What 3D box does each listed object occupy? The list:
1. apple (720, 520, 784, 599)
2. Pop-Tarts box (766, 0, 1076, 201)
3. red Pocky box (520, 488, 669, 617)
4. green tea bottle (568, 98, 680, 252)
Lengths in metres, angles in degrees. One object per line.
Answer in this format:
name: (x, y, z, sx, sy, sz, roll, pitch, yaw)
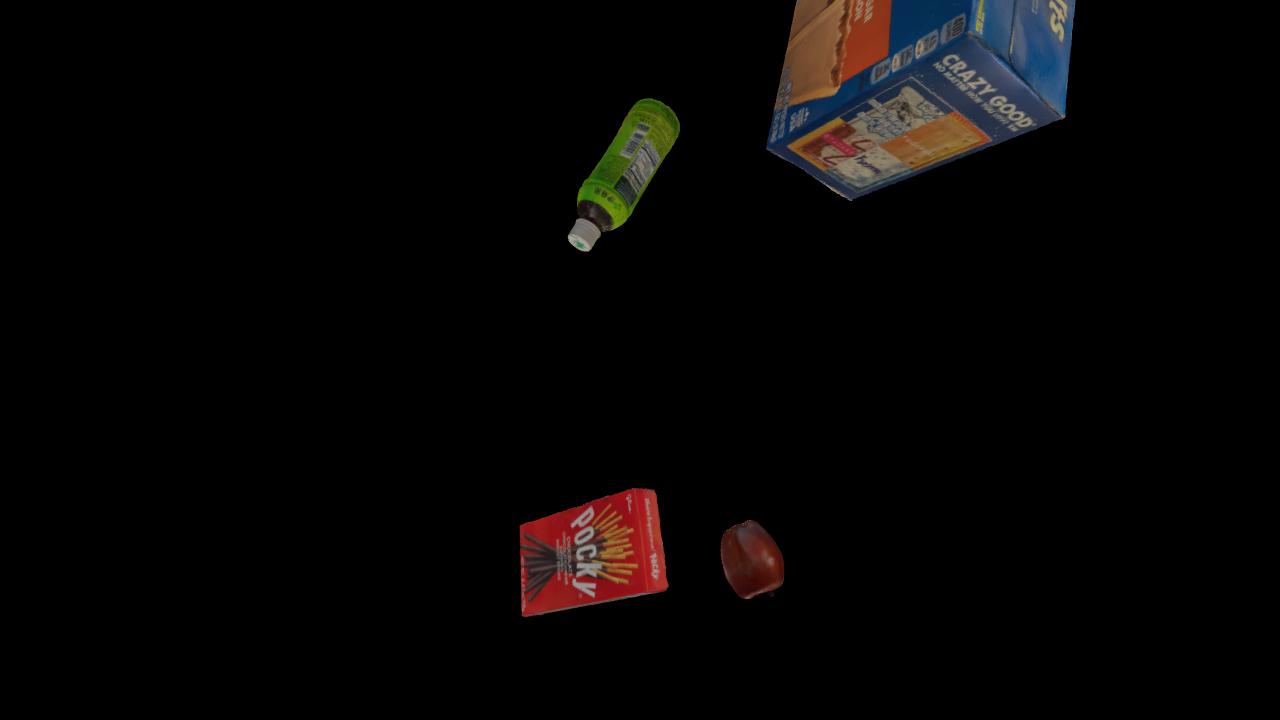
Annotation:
apple: (0.141, 0.250, 0.766, 0.079, 0.093, 0.079, -21, -20, -8)
Pop-Tarts box: (0.163, -0.205, 0.364, 0.083, 0.167, 0.141, 19, -13, -26)
red Pocky box: (-0.047, 0.168, 0.530, 0.155, 0.083, 0.028, -26, -32, 34)
green tea bottle: (-0.024, -0.222, 0.746, 0.073, 0.212, 0.073, 25, -23, 11)
